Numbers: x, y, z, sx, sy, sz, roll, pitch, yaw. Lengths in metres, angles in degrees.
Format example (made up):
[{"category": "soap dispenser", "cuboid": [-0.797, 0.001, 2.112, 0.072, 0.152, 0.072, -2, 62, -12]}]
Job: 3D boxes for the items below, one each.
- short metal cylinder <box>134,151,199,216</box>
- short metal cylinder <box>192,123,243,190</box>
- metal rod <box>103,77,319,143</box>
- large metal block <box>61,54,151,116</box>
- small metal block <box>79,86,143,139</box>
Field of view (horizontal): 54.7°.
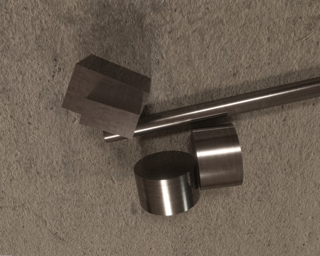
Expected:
[{"category": "short metal cylinder", "cuboid": [0.009, 0.069, 0.406, 0.080, 0.080, 0.050, -8, 110, 2]}, {"category": "short metal cylinder", "cuboid": [0.071, 0.036, 0.395, 0.050, 0.080, 0.079, -8, 110, 2]}, {"category": "metal rod", "cuboid": [0.075, -0.024, 0.401, 0.302, 0.025, 0.025, -12, 110, 4]}, {"category": "large metal block", "cuboid": [-0.058, -0.043, 0.364, 0.080, 0.080, 0.050, 22, 109, -8]}, {"category": "small metal block", "cuboid": [-0.046, -0.017, 0.304, 0.050, 0.050, 0.025, 17, 109, -7]}]
